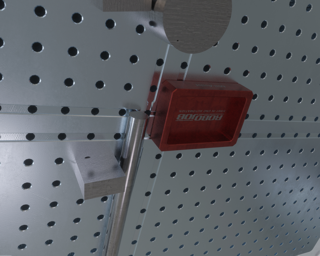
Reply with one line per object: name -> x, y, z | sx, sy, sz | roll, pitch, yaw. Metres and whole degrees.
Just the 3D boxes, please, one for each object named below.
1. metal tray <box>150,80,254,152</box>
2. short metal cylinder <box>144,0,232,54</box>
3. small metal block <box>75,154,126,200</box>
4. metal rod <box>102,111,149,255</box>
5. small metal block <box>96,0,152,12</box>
metal tray -> 0.059, -0.017, 0.429 | 0.131, 0.030, 0.089 | -2, 119, -28
short metal cylinder -> 0.029, -0.126, 0.333 | 0.081, 0.050, 0.079 | -14, 124, -21
small metal block -> -0.076, 0.060, 0.391 | 0.050, 0.050, 0.025 | -7, 122, -25
metal rod -> -0.058, 0.115, 0.449 | 0.025, 0.025, 0.298 | -1, 119, -28
small metal block -> -0.035, -0.143, 0.303 | 0.050, 0.025, 0.050 | -10, 123, -23
